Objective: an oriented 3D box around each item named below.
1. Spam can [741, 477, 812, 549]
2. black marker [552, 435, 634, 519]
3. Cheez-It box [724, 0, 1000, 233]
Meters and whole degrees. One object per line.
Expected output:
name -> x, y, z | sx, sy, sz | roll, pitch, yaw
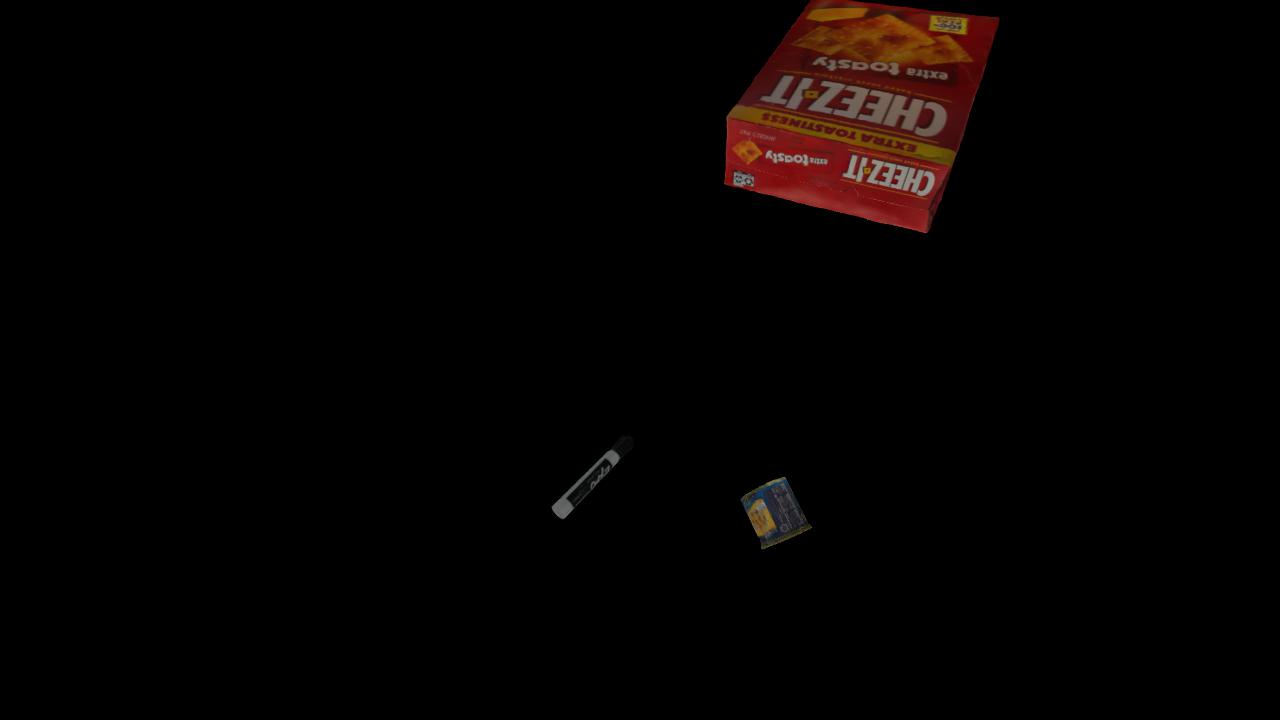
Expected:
Spam can -> 0.206, 0.235, 0.946 | 0.058, 0.085, 0.101 | -17, -20, -21
black marker -> -0.049, 0.126, 0.680 | 0.121, 0.020, 0.020 | -43, 24, -29
Cheez-It box -> 0.185, -0.216, 0.514 | 0.166, 0.223, 0.071 | 19, -33, 19
